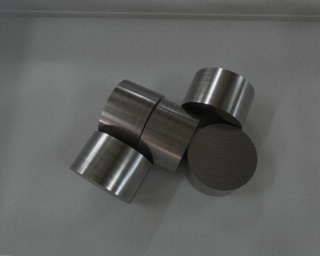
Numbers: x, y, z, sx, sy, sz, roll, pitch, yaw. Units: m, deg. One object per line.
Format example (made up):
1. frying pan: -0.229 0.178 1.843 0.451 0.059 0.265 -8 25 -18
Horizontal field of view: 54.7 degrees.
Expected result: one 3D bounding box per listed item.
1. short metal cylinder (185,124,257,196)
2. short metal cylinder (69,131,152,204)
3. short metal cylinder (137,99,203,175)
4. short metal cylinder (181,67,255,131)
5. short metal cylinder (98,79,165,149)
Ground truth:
1. short metal cylinder: 0.072 0.040 0.380 0.081 0.050 0.080 0 70 0
2. short metal cylinder: -0.056 0.047 0.361 0.080 0.080 0.050 28 72 9
3. short metal cylinder: 0.012 0.011 0.375 0.050 0.080 0.080 25 72 8
4. short metal cylinder: 0.072 -0.032 0.391 0.080 0.080 0.050 22 72 7
5. short metal cylinder: -0.034 -0.013 0.383 0.050 0.080 0.080 24 72 8
